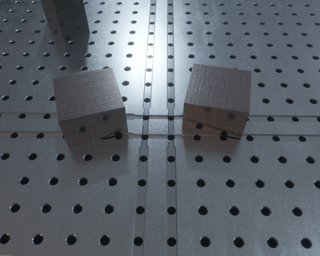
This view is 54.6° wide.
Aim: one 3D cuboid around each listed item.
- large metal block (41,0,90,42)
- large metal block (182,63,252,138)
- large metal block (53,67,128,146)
[{"bbox_3d":[-0.173,-0.215,0.552,0.050,0.080,0.080,-28,56,-21],"label":"large metal block"},{"bbox_3d":[0.078,-0.039,0.425,0.080,0.050,0.080,9,51,8],"label":"large metal block"},{"bbox_3d":[-0.093,-0.030,0.417,0.081,0.050,0.080,-13,51,-11],"label":"large metal block"}]
